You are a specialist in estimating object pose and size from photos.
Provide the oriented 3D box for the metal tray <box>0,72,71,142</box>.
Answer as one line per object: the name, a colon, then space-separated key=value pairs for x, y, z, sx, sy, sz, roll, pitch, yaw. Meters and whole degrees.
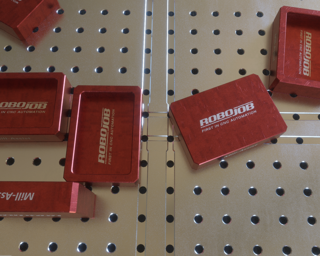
metal tray: x=-0.193 y=-0.029 z=0.418 sx=0.131 sy=0.030 sz=0.090 roll=0 pitch=70 yaw=0

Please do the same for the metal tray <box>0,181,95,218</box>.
metal tray: x=-0.147 y=0.082 z=0.346 sx=0.131 sy=0.090 sz=0.030 roll=0 pitch=70 yaw=0

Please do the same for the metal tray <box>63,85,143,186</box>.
metal tray: x=-0.070 y=0.009 z=0.405 sx=0.090 sy=0.030 sz=0.130 roll=1 pitch=70 yaw=0

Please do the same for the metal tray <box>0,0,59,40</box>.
metal tray: x=-0.239 y=-0.204 z=0.483 sx=0.130 sy=0.030 sz=0.090 roll=31 pitch=73 yaw=10

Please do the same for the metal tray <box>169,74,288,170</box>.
metal tray: x=0.088 y=-0.010 z=0.413 sx=0.131 sy=0.030 sz=0.090 roll=-20 pitch=71 yaw=-7

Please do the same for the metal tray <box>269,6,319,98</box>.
metal tray: x=0.212 y=-0.111 z=0.450 sx=0.090 sy=0.030 sz=0.130 roll=10 pitch=70 yaw=3
